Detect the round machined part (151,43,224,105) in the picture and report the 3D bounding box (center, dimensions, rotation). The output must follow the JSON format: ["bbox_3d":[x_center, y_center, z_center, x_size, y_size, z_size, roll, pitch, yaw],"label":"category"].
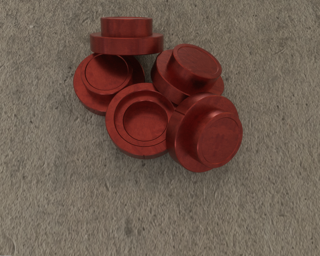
[{"bbox_3d":[0.041,-0.073,0.404,0.099,0.042,0.098,15,44,-15],"label":"round machined part"}]

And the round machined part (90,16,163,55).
[{"bbox_3d":[-0.044,-0.126,0.415,0.099,0.098,0.042,1,112,0],"label":"round machined part"}]

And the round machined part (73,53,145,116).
[{"bbox_3d":[-0.070,-0.068,0.425,0.099,0.042,0.098,0,70,-1],"label":"round machined part"}]

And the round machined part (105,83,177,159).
[{"bbox_3d":[-0.019,-0.006,0.402,0.099,0.042,0.098,0,70,-1],"label":"round machined part"}]

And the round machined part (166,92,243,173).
[{"bbox_3d":[0.059,0.009,0.368,0.098,0.098,0.042,-41,35,-14],"label":"round machined part"}]
